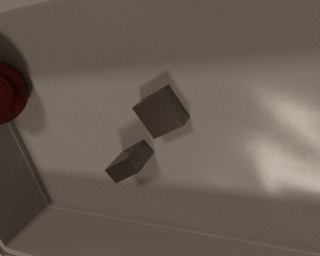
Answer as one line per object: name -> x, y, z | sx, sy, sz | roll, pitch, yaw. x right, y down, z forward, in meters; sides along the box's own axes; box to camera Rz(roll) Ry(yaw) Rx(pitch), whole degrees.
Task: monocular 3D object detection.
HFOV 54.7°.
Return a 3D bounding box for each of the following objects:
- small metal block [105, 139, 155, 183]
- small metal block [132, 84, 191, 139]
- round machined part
small metal block -> -0.043, 0.047, 0.443 | 0.050, 0.050, 0.025 | -30, 102, 37
small metal block -> 0.002, -0.020, 0.394 | 0.050, 0.025, 0.050 | -26, 105, 36
round machined part -> -0.251, -0.051, 0.460 | 0.099, 0.042, 0.097 | -4, 104, -15
